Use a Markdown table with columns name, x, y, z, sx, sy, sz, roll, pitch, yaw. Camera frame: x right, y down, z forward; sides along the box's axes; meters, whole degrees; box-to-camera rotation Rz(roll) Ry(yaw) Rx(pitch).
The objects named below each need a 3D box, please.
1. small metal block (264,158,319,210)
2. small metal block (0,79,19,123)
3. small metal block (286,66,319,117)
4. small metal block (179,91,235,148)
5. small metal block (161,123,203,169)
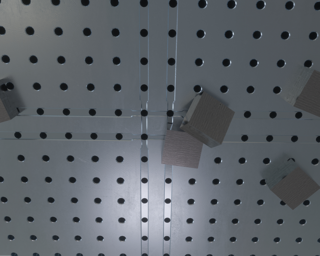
| name | x | y | z | sx | sy | sz | roll | pitch | yaw |
| --- | --- | --- | --- | --- | --- | --- | --- | --- | --- |
| small metal block | 0.189 | 0.080 | 0.444 | 0.050 | 0.025 | 0.050 | 41 | 105 | -14 |
| small metal block | -0.221 | -0.031 | 0.400 | 0.050 | 0.025 | 0.050 | -15 | 110 | 5 |
| small metal block | 0.201 | -0.045 | 0.398 | 0.050 | 0.025 | 0.050 | 21 | 109 | -8 |
| small metal block | 0.061 | -0.010 | 0.396 | 0.050 | 0.025 | 0.050 | 32 | 66 | -11 |
| small metal block | 0.030 | 0.024 | 0.422 | 0.050 | 0.025 | 0.050 | 8 | 110 | -3 |
